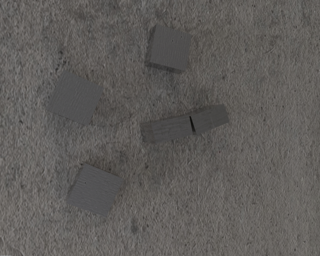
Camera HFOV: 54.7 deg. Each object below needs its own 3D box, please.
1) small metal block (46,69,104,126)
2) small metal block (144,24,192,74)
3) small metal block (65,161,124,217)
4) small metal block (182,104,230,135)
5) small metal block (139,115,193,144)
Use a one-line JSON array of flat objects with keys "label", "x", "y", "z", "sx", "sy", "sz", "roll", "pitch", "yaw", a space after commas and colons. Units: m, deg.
[{"label": "small metal block", "x": -0.102, "y": -0.035, "z": 0.371, "sx": 0.050, "sy": 0.025, "sz": 0.050, "roll": 24, "pitch": 82, "yaw": -19}, {"label": "small metal block", "x": 0.011, "y": -0.104, "z": 0.413, "sx": 0.050, "sy": 0.025, "sz": 0.050, "roll": 10, "pitch": 87, "yaw": -20}, {"label": "small metal block", "x": -0.080, "y": 0.074, "z": 0.379, "sx": 0.050, "sy": 0.025, "sz": 0.050, "roll": 26, "pitch": 81, "yaw": -18}, {"label": "small metal block", "x": 0.056, "y": -0.011, "z": 0.416, "sx": 0.050, "sy": 0.050, "sz": 0.025, "roll": -20, "pitch": 97, "yaw": -19}, {"label": "small metal block", "x": 0.007, "y": 0.001, "z": 0.398, "sx": 0.050, "sy": 0.050, "sz": 0.025, "roll": -13, "pitch": 95, "yaw": -20}]
